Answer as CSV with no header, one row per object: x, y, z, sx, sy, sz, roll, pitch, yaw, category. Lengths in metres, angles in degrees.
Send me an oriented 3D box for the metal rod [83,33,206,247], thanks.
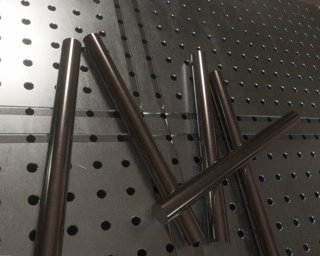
-0.027,0.002,0.393,0.025,0.025,0.299,-17,71,-35,metal rod

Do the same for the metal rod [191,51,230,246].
0.067,0.008,0.441,0.025,0.025,0.299,13,56,-22,metal rod

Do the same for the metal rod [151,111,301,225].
0.108,0.037,0.412,0.302,0.025,0.025,-26,76,-37,metal rod

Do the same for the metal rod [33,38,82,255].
-0.109,0.018,0.338,0.025,0.025,0.299,10,57,-23,metal rod

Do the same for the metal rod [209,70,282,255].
0.116,0.044,0.445,0.025,0.025,0.299,3,60,-27,metal rod
